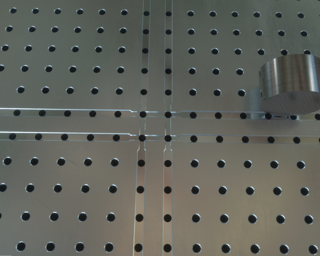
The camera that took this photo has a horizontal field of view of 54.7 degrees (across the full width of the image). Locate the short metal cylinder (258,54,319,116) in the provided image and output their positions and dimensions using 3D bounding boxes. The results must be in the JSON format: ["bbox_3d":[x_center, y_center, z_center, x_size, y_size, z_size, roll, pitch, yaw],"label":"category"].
[{"bbox_3d":[0.172,-0.053,0.404,0.081,0.080,0.050,3,70,1],"label":"short metal cylinder"}]
